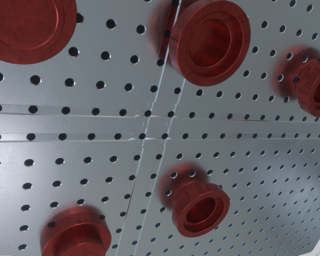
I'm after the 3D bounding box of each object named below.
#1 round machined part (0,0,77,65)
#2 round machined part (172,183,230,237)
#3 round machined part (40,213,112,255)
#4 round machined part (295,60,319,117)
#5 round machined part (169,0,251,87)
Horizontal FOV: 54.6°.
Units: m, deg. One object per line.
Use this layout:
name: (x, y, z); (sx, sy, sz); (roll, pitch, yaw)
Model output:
round machined part: (-0.122, -0.102, 0.270); (0.099, 0.042, 0.097); (-14, 124, -21)
round machined part: (0.063, 0.130, 0.514); (0.099, 0.042, 0.097); (-14, 124, -21)
round machined part: (-0.117, 0.173, 0.443); (0.099, 0.042, 0.097); (-14, 124, -21)
round machined part: (0.259, -0.070, 0.497); (0.099, 0.042, 0.097); (-14, 124, -21)
round machined part: (0.054, -0.102, 0.366); (0.099, 0.042, 0.097); (-14, 124, -21)
